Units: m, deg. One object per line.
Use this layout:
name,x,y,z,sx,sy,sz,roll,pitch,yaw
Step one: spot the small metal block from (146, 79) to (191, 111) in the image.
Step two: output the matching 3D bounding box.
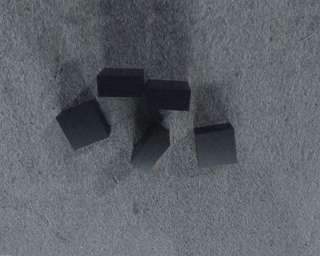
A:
small metal block,0.010,-0.041,0.381,0.050,0.050,0.025,3,110,-1

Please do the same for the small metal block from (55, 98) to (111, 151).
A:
small metal block,-0.099,-0.005,0.407,0.050,0.025,0.050,-21,109,7

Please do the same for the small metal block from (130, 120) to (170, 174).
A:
small metal block,-0.012,0.024,0.405,0.025,0.050,0.050,35,106,-12

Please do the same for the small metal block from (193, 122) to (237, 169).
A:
small metal block,0.075,0.024,0.419,0.050,0.025,0.050,-9,110,3

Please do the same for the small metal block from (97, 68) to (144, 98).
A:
small metal block,-0.046,-0.056,0.375,0.050,0.050,0.025,1,110,-1
